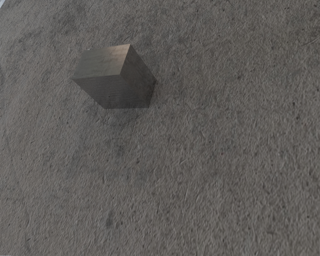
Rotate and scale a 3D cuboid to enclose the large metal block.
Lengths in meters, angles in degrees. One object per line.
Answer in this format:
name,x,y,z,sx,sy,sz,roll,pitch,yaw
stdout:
large metal block,-0.063,-0.070,0.446,0.080,0.080,0.050,0,62,28
